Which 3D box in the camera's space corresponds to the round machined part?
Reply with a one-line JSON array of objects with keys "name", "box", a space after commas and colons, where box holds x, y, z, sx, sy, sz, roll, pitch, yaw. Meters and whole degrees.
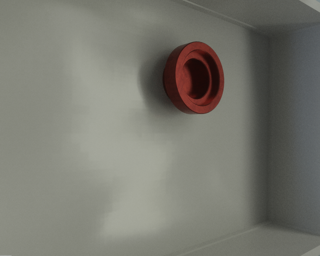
[{"name": "round machined part", "box": [0.043, -0.068, 0.433, 0.099, 0.042, 0.097, 0, 90, -40]}]
